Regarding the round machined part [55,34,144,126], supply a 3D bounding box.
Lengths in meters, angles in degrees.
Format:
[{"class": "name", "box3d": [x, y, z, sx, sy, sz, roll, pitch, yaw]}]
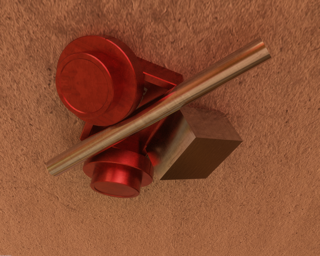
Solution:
[{"class": "round machined part", "box3d": [-0.070, -0.048, 0.330, 0.098, 0.042, 0.097, 7, 111, 19]}]

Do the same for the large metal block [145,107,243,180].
[{"class": "large metal block", "box3d": [0.042, 0.021, 0.392, 0.081, 0.050, 0.080, 6, 134, -37]}]

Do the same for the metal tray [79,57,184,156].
[{"class": "metal tray", "box3d": [-0.037, -0.022, 0.386, 0.091, 0.030, 0.129, 19, 128, -16]}]

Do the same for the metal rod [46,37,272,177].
[{"class": "metal rod", "box3d": [-0.019, -0.013, 0.359, 0.300, 0.025, 0.025, -28, 125, 22]}]

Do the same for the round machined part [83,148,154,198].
[{"class": "round machined part", "box3d": [-0.059, 0.067, 0.432, 0.099, 0.042, 0.098, 6, 151, 4]}]
